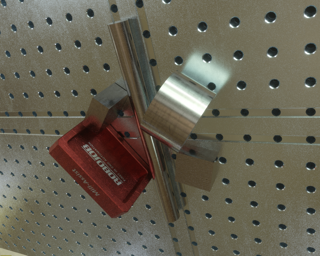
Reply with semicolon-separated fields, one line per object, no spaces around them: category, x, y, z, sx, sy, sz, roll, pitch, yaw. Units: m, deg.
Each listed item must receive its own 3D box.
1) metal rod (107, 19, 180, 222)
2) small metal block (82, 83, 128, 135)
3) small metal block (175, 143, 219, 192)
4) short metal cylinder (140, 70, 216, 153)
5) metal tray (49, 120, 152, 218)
metal rod;-0.015;0.008;0.422;0.025;0.025;0.298;0;119;28
small metal block;-0.073;-0.026;0.414;0.025;0.050;0.050;36;129;4
small metal block;0.049;0.052;0.417;0.050;0.025;0.050;14;124;20
short metal cylinder;0.021;-0.018;0.352;0.050;0.080;0.079;33;129;6
metal tray;-0.078;0.050;0.438;0.130;0.090;0.030;48;129;-6
